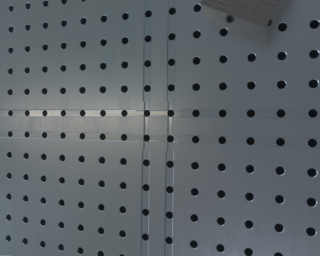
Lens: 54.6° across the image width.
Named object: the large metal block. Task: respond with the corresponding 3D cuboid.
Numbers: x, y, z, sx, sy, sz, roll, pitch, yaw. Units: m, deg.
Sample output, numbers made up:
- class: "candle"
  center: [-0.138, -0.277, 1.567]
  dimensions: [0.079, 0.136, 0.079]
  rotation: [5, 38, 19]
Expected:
- class: "large metal block"
  center: [0.105, -0.161, 0.362]
  dimensions: [0.080, 0.050, 0.080]
  rotation: [28, 99, 18]
